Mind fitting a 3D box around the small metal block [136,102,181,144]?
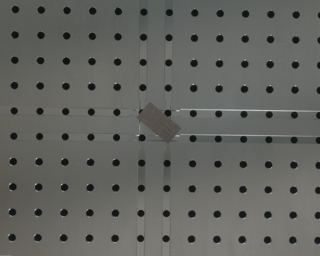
[{"bbox_3d":[-0.001,-0.006,0.401,0.050,0.050,0.025,40,90,-1],"label":"small metal block"}]
